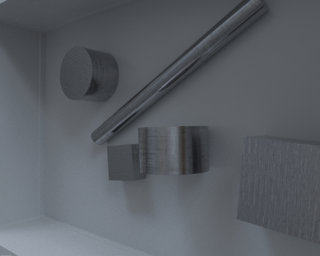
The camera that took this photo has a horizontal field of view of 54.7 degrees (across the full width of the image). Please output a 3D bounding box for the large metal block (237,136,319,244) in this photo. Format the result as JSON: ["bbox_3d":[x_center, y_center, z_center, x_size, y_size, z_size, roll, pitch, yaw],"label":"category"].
[{"bbox_3d":[0.123,0.051,0.288,0.080,0.050,0.079,7,95,39],"label":"large metal block"}]

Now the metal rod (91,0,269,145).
[{"bbox_3d":[0.004,-0.058,0.401,0.299,0.025,0.025,-36,68,33],"label":"metal rod"}]

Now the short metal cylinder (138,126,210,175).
[{"bbox_3d":[0.016,0.024,0.356,0.080,0.081,0.050,-2,89,39],"label":"short metal cylinder"}]

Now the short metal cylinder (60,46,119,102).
[{"bbox_3d":[-0.110,-0.081,0.478,0.080,0.050,0.079,0,90,39],"label":"short metal cylinder"}]

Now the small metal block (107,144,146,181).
[{"bbox_3d":[-0.048,0.049,0.445,0.050,0.025,0.050,-6,86,39],"label":"small metal block"}]
